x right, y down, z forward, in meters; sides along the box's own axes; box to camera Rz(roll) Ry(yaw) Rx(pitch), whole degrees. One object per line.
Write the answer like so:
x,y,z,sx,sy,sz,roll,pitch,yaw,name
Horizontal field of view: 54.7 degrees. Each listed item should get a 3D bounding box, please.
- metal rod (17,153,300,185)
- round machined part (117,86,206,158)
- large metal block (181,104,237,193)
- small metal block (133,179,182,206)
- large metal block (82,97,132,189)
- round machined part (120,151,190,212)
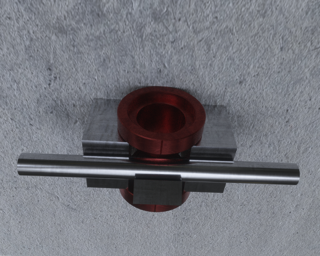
0.001,0.046,0.342,0.302,0.025,0.025,2,130,-3,metal rod
0.001,-0.004,0.357,0.099,0.098,0.042,3,131,-3,round machined part
0.057,0.025,0.395,0.050,0.080,0.079,3,130,-3,large metal block
-0.002,0.071,0.346,0.050,0.025,0.050,2,171,0,small metal block
-0.062,0.019,0.388,0.050,0.080,0.079,3,130,-3,large metal block
-0.005,0.060,0.411,0.099,0.098,0.042,4,125,-3,round machined part
